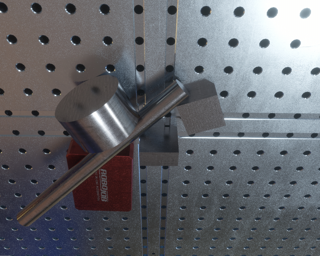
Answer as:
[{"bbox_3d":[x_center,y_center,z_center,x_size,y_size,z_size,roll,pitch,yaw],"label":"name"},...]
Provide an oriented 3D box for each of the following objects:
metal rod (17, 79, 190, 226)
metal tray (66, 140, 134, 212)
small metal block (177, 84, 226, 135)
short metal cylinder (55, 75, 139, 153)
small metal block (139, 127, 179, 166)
[{"bbox_3d":[-0.085,0.042,0.406,0.300,0.025,0.025,-39,121,17],"label":"metal rod"},{"bbox_3d":[-0.087,0.077,0.472,0.091,0.030,0.129,3,130,-3],"label":"metal tray"},{"bbox_3d":[0.052,-0.023,0.393,0.050,0.025,0.050,-15,129,12],"label":"small metal block"},{"bbox_3d":[-0.072,-0.017,0.360,0.080,0.080,0.050,-18,128,14],"label":"short metal cylinder"},{"bbox_3d":[-0.002,0.024,0.416,0.050,0.050,0.025,1,130,-1],"label":"small metal block"}]
